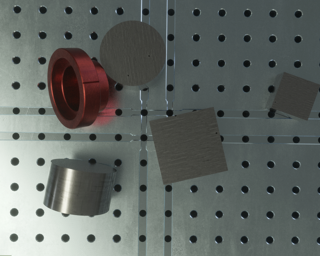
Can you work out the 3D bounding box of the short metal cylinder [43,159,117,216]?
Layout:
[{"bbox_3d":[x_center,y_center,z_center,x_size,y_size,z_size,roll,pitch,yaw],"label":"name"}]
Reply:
[{"bbox_3d":[-0.099,0.071,0.385,0.080,0.080,0.050,11,90,0],"label":"short metal cylinder"}]

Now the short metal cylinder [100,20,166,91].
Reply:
[{"bbox_3d":[-0.033,-0.091,0.400,0.081,0.050,0.079,0,90,0],"label":"short metal cylinder"}]

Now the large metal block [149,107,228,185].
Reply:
[{"bbox_3d":[0.035,0.022,0.401,0.080,0.050,0.080,-13,90,0],"label":"large metal block"}]

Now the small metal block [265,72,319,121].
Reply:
[{"bbox_3d":[0.177,-0.041,0.415,0.050,0.025,0.050,20,90,0],"label":"small metal block"}]

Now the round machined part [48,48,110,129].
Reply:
[{"bbox_3d":[-0.099,-0.050,0.386,0.042,0.098,0.097,-13,90,-40],"label":"round machined part"}]
